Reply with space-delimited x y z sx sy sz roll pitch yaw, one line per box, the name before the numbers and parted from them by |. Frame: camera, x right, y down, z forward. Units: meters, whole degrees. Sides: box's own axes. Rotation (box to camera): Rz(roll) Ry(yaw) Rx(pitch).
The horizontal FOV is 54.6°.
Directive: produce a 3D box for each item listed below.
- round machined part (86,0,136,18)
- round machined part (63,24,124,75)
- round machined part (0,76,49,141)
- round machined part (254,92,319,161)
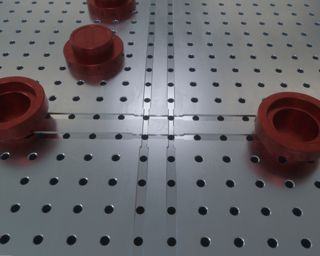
round machined part | -0.098 -0.264 0.618 0.099 0.042 0.098 0 50 0
round machined part | -0.109 -0.134 0.509 0.099 0.042 0.098 0 50 0
round machined part | -0.199 -0.021 0.414 0.099 0.042 0.098 0 50 0
round machined part | 0.170 0.002 0.396 0.099 0.042 0.098 0 50 0
